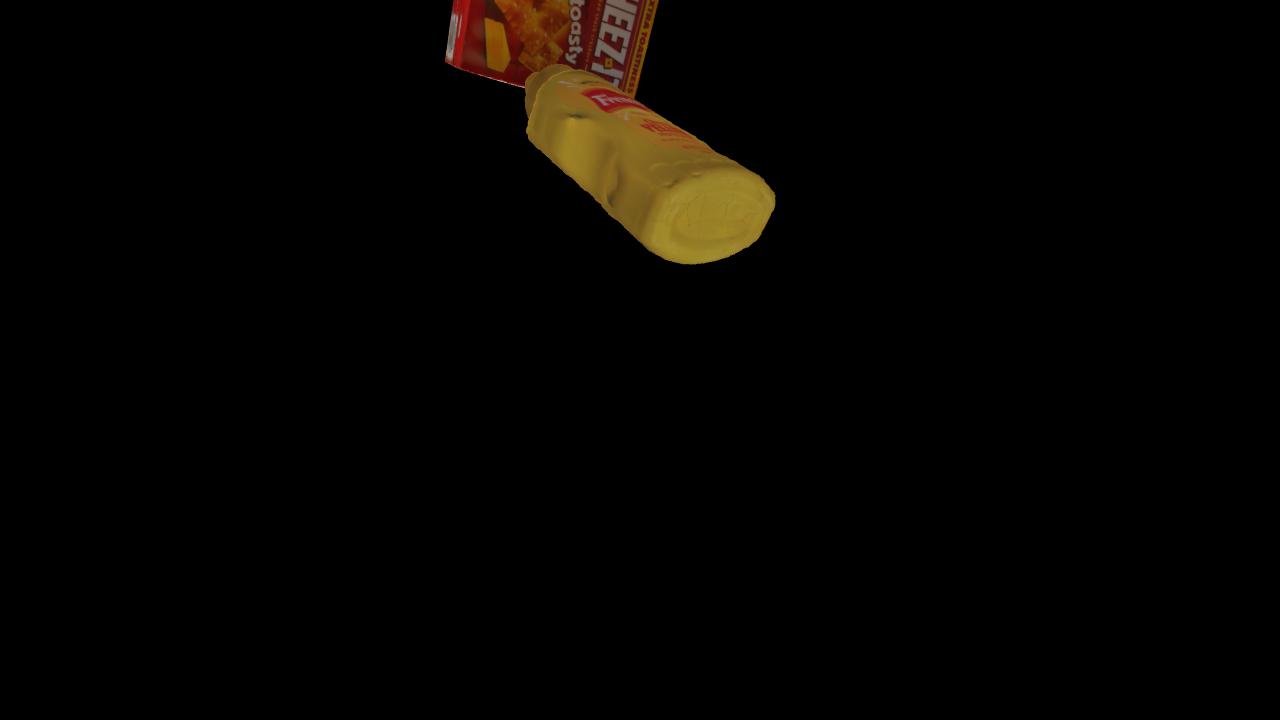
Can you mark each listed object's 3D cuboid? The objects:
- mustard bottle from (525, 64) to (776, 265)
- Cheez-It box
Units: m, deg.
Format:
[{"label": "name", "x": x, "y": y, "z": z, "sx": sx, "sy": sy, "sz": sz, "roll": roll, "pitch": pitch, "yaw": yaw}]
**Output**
[{"label": "mustard bottle", "x": -0.015, "y": -0.124, "z": 0.354, "sx": 0.092, "sy": 0.054, "sz": 0.184, "roll": -16, "pitch": 48, "yaw": -37}, {"label": "Cheez-It box", "x": -0.095, "y": -0.393, "z": 0.705, "sx": 0.223, "sy": 0.166, "sz": 0.071, "roll": 1, "pitch": 29, "yaw": -34}]
